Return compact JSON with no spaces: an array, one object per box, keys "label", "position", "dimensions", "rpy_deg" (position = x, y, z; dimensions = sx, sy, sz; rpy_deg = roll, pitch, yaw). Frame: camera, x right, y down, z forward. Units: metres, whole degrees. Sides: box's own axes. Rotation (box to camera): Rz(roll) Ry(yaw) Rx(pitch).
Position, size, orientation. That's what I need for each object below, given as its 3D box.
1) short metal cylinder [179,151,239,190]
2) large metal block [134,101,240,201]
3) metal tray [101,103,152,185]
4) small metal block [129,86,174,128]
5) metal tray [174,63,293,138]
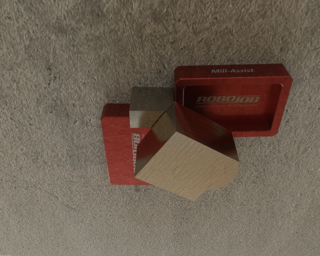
[{"label":"short metal cylinder","position":[0.063,0.041,0.427],"dimensions":[0.080,0.050,0.079],"rpy_deg":[0,130,0]},{"label":"large metal block","position":[0.028,0.029,0.350],"dimensions":[0.080,0.050,0.080],"rpy_deg":[26,126,-21]},{"label":"metal tray","position":[-0.028,0.026,0.429],"dimensions":[0.091,0.030,0.129],"rpy_deg":[1,130,-1]},{"label":"small metal block","position":[-0.009,-0.026,0.371],"dimensions":[0.050,0.050,0.025],"rpy_deg":[1,130,-1]},{"label":"metal tray","position":[0.083,-0.031,0.380],"dimensions":[0.131,0.030,0.089],"rpy_deg":[-1,130,1]}]
